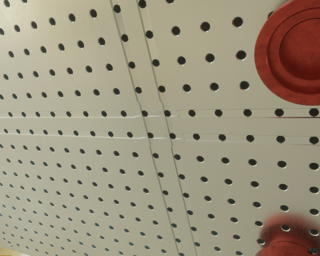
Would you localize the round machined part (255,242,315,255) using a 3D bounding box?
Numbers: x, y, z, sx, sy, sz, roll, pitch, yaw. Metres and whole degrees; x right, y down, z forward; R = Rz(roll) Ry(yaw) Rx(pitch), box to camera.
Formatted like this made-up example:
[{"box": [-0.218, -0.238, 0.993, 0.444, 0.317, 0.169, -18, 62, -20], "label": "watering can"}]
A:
[{"box": [0.180, 0.197, 0.427, 0.098, 0.042, 0.097, 13, 124, 21], "label": "round machined part"}]

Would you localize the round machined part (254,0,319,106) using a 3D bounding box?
[{"box": [0.140, -0.073, 0.281, 0.098, 0.042, 0.097, 13, 124, 21], "label": "round machined part"}]
